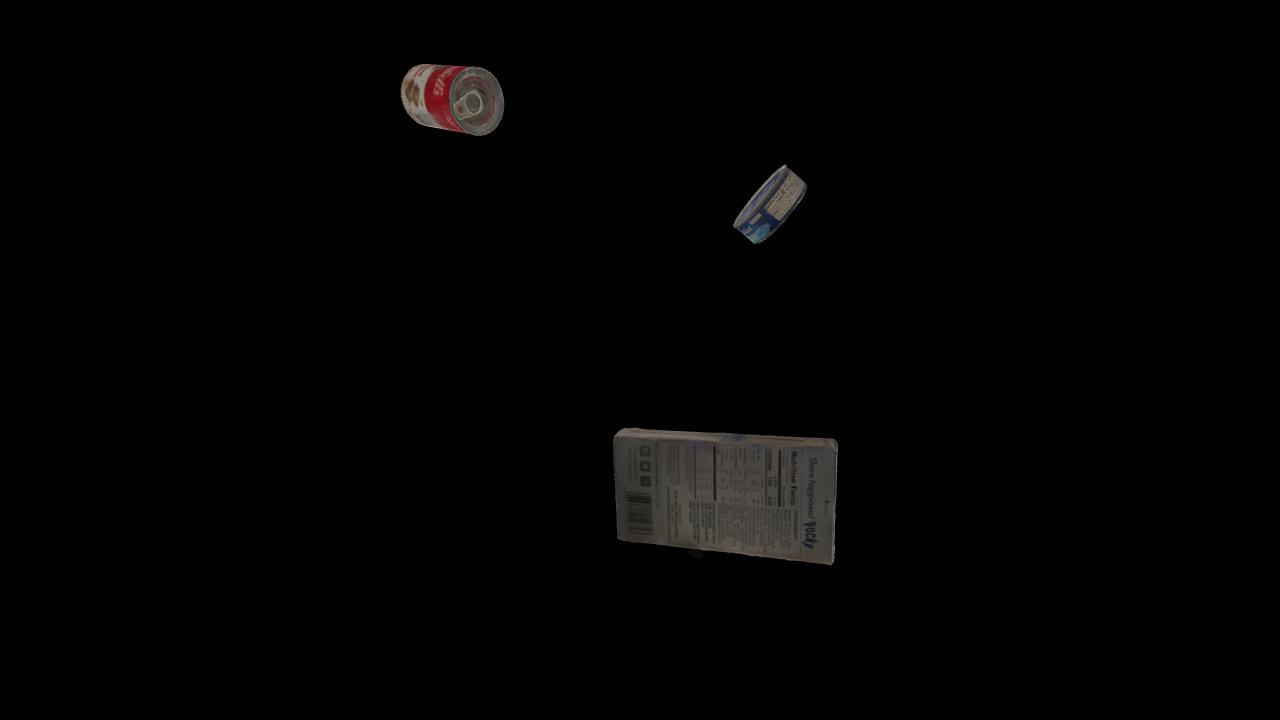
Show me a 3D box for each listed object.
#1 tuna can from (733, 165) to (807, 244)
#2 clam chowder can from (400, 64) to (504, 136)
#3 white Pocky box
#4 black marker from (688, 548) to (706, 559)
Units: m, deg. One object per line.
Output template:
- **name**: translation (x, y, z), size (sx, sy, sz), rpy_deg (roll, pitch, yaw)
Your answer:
- **tuna can**: translation (0.141, -0.168, 0.668), size (0.034, 0.084, 0.084), rpy_deg (38, -7, -8)
- **clam chowder can**: translation (-0.206, -0.286, 0.673), size (0.102, 0.068, 0.068), rpy_deg (23, 14, 37)
- **white Pocky box**: translation (0.058, 0.093, 0.434), size (0.154, 0.084, 0.028), rpy_deg (1, 10, 16)
- **black marker**: translation (0.054, 0.177, 0.730), size (0.020, 0.121, 0.020), rpy_deg (-9, -41, -8)
